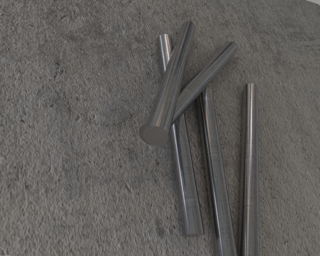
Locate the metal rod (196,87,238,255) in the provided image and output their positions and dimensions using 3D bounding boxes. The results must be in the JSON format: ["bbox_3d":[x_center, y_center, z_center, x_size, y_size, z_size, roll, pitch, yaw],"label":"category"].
[{"bbox_3d":[0.073,0.074,0.397,0.025,0.025,0.299,11,57,-22],"label":"metal rod"}]

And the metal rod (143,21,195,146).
[{"bbox_3d":[0.022,-0.083,0.419,0.025,0.025,0.301,29,38,-10],"label":"metal rod"}]

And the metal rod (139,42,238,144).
[{"bbox_3d":[0.058,-0.068,0.451,0.025,0.025,0.301,42,43,0],"label":"metal rod"}]

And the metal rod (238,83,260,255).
[{"bbox_3d":[0.128,0.052,0.440,0.025,0.025,0.300,23,53,-14],"label":"metal rod"}]

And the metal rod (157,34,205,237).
[{"bbox_3d":[0.022,-0.009,0.421,0.025,0.025,0.299,7,58,-25],"label":"metal rod"}]
